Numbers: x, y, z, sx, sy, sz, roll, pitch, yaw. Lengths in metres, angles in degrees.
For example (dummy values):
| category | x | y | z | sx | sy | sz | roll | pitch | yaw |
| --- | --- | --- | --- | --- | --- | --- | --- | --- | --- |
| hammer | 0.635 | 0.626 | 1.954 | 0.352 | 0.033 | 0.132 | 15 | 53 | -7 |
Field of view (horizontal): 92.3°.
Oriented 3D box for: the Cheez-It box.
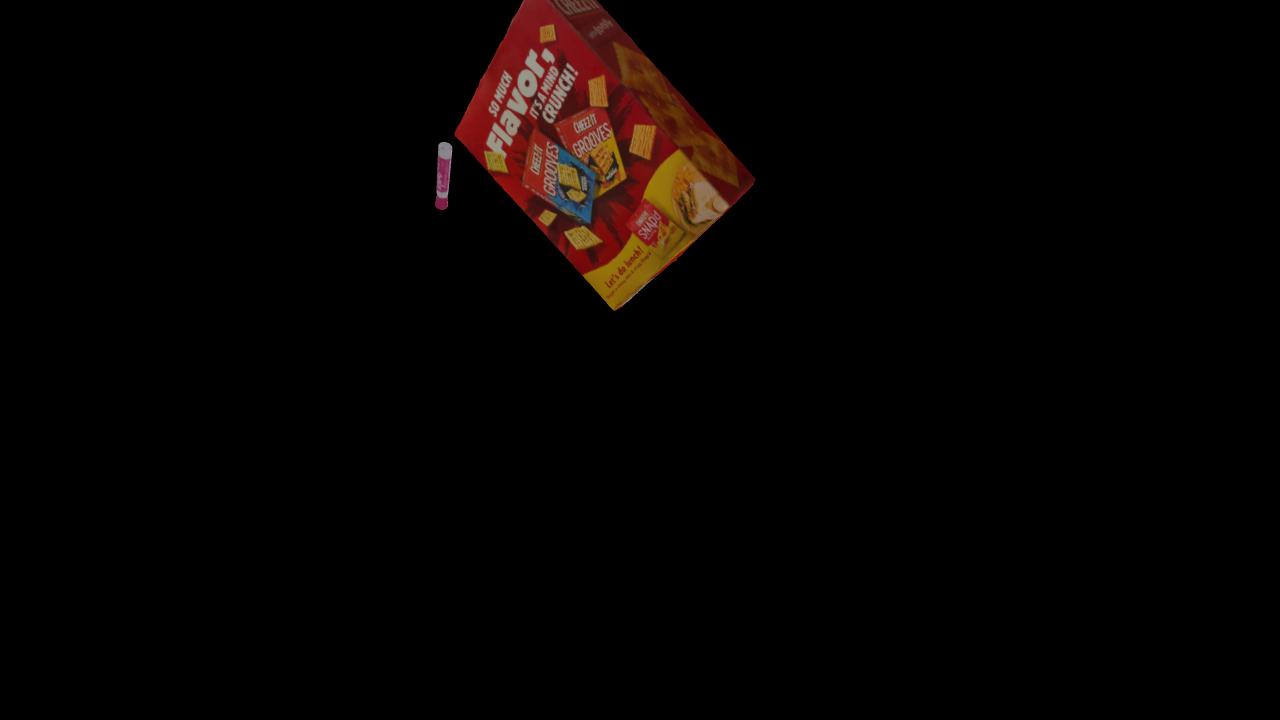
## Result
| category | x | y | z | sx | sy | sz | roll | pitch | yaw |
| --- | --- | --- | --- | --- | --- | --- | --- | --- | --- |
| Cheez-It box | -0.037 | -0.176 | 0.534 | 0.166 | 0.223 | 0.071 | -38 | 8 | 44 |

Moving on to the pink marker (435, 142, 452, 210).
| category | x | y | z | sx | sy | sz | roll | pitch | yaw |
| --- | --- | --- | --- | --- | --- | --- | --- | --- | --- |
| pink marker | -0.287 | -0.264 | 0.897 | 0.020 | 0.020 | 0.121 | 0 | -30 | -21 |
